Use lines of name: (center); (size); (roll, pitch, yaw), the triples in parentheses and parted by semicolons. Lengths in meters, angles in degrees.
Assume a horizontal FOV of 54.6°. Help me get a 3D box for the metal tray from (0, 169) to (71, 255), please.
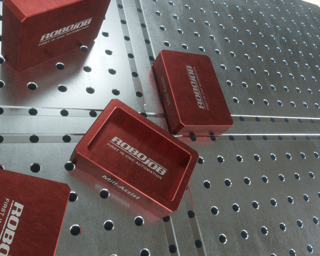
metal tray: (-0.139, 0.104, 0.267); (0.091, 0.030, 0.130); (18, 55, -18)

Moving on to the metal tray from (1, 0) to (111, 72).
metal tray: (-0.123, -0.128, 0.377); (0.030, 0.090, 0.131); (47, 51, 4)

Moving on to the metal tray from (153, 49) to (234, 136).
metal tray: (0.048, -0.053, 0.462); (0.091, 0.030, 0.130); (0, 62, -28)

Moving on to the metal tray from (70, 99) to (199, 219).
metal tray: (-0.026, 0.034, 0.369); (0.130, 0.030, 0.090); (34, 51, -6)
